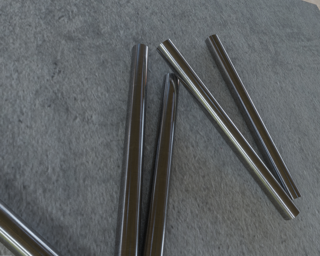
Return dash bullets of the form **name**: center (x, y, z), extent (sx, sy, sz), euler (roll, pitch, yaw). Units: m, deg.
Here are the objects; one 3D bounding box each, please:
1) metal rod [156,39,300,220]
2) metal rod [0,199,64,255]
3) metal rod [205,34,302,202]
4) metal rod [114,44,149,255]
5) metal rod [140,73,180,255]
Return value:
- **metal rod**: center (0.094, 0.001, 0.437), extent (0.025, 0.025, 0.299), euler (-35, 88, -39)
- **metal rod**: center (-0.147, 0.078, 0.276), extent (0.300, 0.025, 0.025), euler (42, 51, 0)
- **metal rod**: center (0.143, -0.028, 0.499), extent (0.025, 0.025, 0.299), euler (-8, 66, -32)
- **metal rod**: center (-0.031, 0.011, 0.381), extent (0.025, 0.025, 0.299), euler (15, 56, -21)
- **metal rod**: center (0.002, 0.051, 0.375), extent (0.025, 0.025, 0.300), euler (19, 54, -17)
